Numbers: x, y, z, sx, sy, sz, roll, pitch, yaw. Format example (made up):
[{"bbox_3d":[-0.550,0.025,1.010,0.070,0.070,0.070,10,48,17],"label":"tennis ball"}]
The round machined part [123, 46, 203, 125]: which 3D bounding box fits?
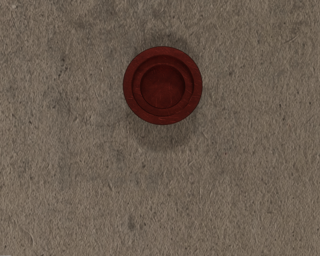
[{"bbox_3d":[0.003,-0.052,0.402,0.099,0.042,0.097,0,90,-1],"label":"round machined part"}]
